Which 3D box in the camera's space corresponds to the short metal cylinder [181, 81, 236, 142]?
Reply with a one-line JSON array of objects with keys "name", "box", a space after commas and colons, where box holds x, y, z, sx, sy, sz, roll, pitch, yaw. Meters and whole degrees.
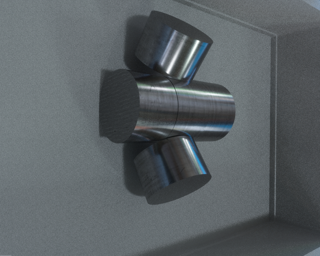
[{"name": "short metal cylinder", "box": [0.052, -0.022, 0.412, 0.050, 0.080, 0.080, 2, 89, -40]}]

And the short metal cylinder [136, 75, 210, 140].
[{"name": "short metal cylinder", "box": [0.014, -0.022, 0.380, 0.050, 0.080, 0.080, 2, 89, -40]}]

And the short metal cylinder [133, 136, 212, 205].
[{"name": "short metal cylinder", "box": [0.014, 0.052, 0.371, 0.081, 0.080, 0.050, 0, 56, -40]}]

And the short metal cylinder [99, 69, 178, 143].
[{"name": "short metal cylinder", "box": [-0.026, -0.023, 0.347, 0.050, 0.080, 0.080, 2, 89, -40]}]

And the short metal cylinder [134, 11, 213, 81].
[{"name": "short metal cylinder", "box": [0.016, -0.099, 0.372, 0.081, 0.080, 0.050, 2, 127, -40]}]
